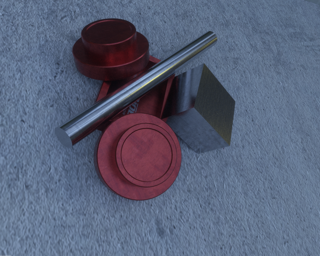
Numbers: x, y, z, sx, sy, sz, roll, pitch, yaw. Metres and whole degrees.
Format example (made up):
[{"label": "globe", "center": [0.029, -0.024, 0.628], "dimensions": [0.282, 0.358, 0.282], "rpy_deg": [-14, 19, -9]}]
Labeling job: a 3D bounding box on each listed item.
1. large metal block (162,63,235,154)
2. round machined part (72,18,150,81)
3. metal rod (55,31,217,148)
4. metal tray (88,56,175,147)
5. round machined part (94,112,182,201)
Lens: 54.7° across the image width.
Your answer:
[{"label": "large metal block", "center": [0.055, -0.024, 0.415], "dimensions": [0.080, 0.050, 0.080], "rpy_deg": [43, 46, -31]}, {"label": "round machined part", "center": [-0.064, -0.107, 0.400], "dimensions": [0.099, 0.042, 0.098], "rpy_deg": [-1, 45, 1]}, {"label": "metal rod", "center": [-0.008, -0.067, 0.404], "dimensions": [0.025, 0.025, 0.302], "rpy_deg": [46, 51, 4]}, {"label": "metal tray", "center": [-0.033, -0.046, 0.412], "dimensions": [0.091, 0.030, 0.130], "rpy_deg": [22, 53, -15]}, {"label": "round machined part", "center": [-0.020, 0.031, 0.343], "dimensions": [0.099, 0.042, 0.097], "rpy_deg": [3, 81, -21]}]
